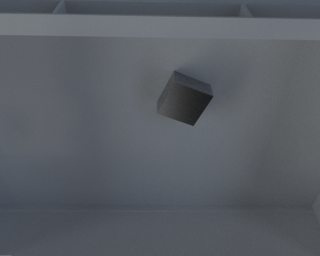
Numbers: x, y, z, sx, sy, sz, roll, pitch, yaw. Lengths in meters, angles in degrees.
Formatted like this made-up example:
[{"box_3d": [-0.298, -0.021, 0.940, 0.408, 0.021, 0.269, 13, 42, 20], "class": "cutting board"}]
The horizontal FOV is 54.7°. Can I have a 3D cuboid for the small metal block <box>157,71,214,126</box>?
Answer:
[{"box_3d": [0.030, -0.035, 0.380, 0.050, 0.025, 0.050, 18, 128, -16], "class": "small metal block"}]
